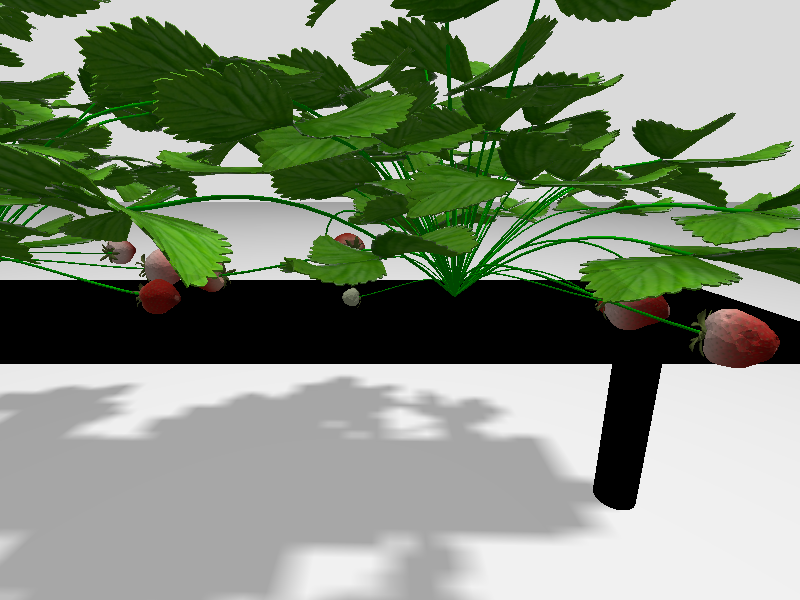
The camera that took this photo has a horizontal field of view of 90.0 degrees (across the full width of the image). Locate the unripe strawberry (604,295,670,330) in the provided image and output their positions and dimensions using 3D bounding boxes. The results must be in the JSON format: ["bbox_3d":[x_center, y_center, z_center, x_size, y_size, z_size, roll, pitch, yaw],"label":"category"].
[{"bbox_3d":[0.163,0.004,0.275,0.038,0.037,0.035,12,20,35],"label":"unripe strawberry"}]

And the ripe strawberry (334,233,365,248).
[{"bbox_3d":[-0.068,-0.066,0.510,0.044,0.039,0.040,-11,19,-35],"label":"ripe strawberry"}]

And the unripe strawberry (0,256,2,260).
[{"bbox_3d":[-0.526,-0.054,0.517,0.018,0.019,0.019,-12,19,-36],"label":"unripe strawberry"}]

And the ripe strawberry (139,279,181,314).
[{"bbox_3d":[-0.185,-0.002,0.311,0.028,0.027,0.026,4,16,12],"label":"ripe strawberry"}]

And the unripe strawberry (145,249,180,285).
[{"bbox_3d":[-0.233,-0.033,0.404,0.039,0.038,0.036,-4,16,-16],"label":"unripe strawberry"}]

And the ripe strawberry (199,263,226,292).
[{"bbox_3d":[-0.184,-0.024,0.380,0.033,0.033,0.031,1,16,5],"label":"ripe strawberry"}]

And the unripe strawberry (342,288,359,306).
[{"bbox_3d":[-0.041,-0.002,0.329,0.014,0.015,0.013,-6,17,-19],"label":"unripe strawberry"}]

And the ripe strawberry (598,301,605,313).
[{"bbox_3d":[0.160,0.004,0.307,0.016,0.013,0.016,22,23,21],"label":"ripe strawberry"}]

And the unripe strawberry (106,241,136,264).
[{"bbox_3d":[-0.361,-0.064,0.522,0.032,0.034,0.035,3,15,12],"label":"unripe strawberry"}]
